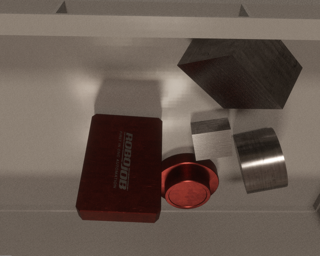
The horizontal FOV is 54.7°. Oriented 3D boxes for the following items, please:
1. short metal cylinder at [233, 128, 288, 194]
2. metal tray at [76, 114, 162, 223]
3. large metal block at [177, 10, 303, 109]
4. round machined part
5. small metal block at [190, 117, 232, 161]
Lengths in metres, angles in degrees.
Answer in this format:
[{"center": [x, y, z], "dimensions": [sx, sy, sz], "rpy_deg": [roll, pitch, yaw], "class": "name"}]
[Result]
[{"center": [0.132, 0.043, 0.412], "dimensions": [0.050, 0.080, 0.080], "rpy_deg": [-13, 129, 10], "class": "short metal cylinder"}, {"center": [-0.044, 0.045, 0.376], "dimensions": [0.091, 0.130, 0.030], "rpy_deg": [4, 144, -4], "class": "metal tray"}, {"center": [0.079, -0.062, 0.314], "dimensions": [0.080, 0.050, 0.080], "rpy_deg": [37, 164, -28], "class": "large metal block"}, {"center": [0.041, 0.087, 0.473], "dimensions": [0.099, 0.042, 0.097], "rpy_deg": [-1, 130, 0], "class": "round machined part"}, {"center": [0.071, 0.016, 0.424], "dimensions": [0.050, 0.025, 0.050], "rpy_deg": [-8, 130, 6], "class": "small metal block"}]
